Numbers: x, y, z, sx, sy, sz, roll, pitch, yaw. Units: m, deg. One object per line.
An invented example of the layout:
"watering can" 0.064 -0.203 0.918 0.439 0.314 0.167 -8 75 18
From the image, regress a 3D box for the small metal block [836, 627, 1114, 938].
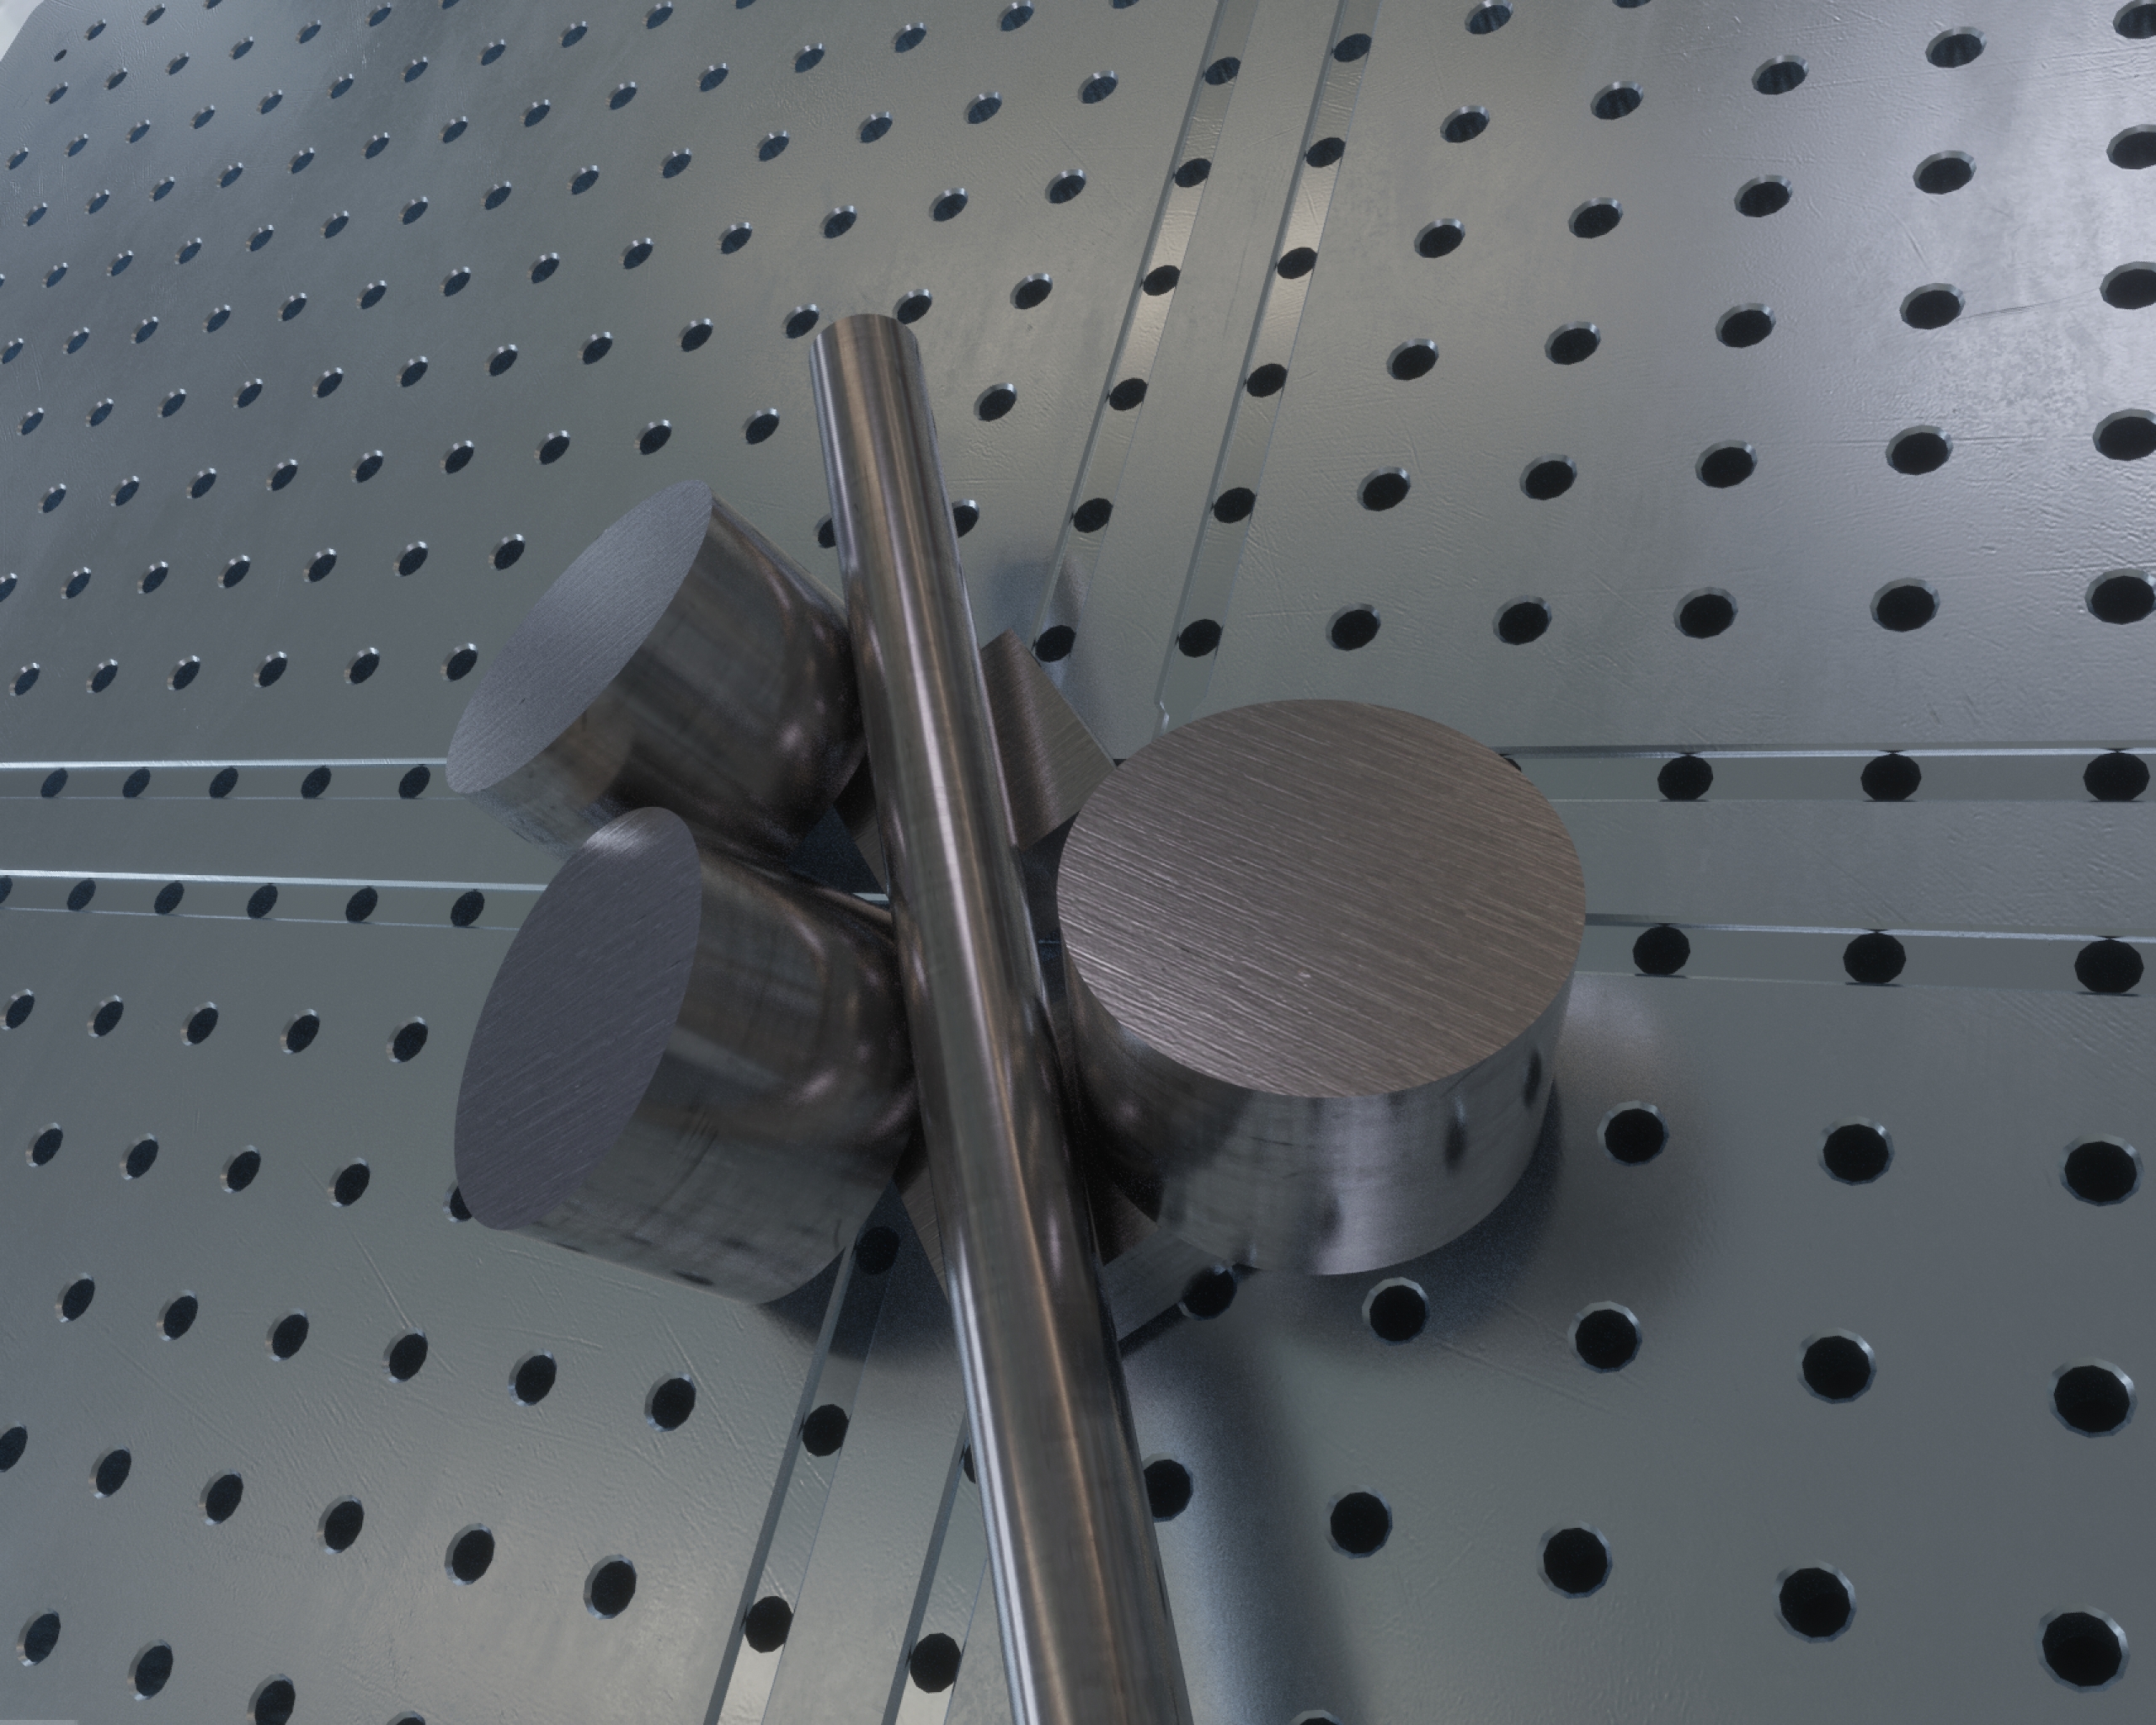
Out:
"small metal block" -0.017 -0.011 0.420 0.050 0.025 0.050 -37 51 3

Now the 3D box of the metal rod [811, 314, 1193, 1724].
"metal rod" -0.022 0.006 0.378 0.025 0.025 0.299 -23 53 14

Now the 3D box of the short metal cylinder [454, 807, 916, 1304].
"short metal cylinder" -0.072 0.036 0.386 0.080 0.050 0.080 -31 45 38

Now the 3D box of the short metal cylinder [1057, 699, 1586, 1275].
"short metal cylinder" 0.038 0.019 0.339 0.080 0.050 0.080 -2 49 2

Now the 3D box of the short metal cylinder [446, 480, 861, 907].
"short metal cylinder" -0.085 -0.033 0.434 0.080 0.050 0.080 -34 33 26

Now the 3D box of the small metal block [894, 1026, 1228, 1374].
"small metal block" -0.002 0.057 0.370 0.050 0.025 0.050 -35 51 5
